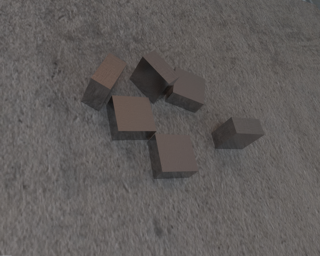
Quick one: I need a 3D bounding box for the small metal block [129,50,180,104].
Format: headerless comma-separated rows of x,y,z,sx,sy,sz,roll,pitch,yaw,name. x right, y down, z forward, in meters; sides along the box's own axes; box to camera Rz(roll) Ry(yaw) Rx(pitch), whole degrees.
-0.008,-0.069,0.427,0.050,0.050,0.025,47,51,4,small metal block

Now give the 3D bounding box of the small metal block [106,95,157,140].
-0.037,-0.012,0.393,0.050,0.025,0.050,1,62,-28,small metal block

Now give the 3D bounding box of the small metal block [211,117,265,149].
0.111,0.009,0.444,0.050,0.050,0.025,3,61,-27,small metal block

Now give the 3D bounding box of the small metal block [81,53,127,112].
-0.070,-0.057,0.386,0.025,0.050,0.050,31,52,-9,small metal block

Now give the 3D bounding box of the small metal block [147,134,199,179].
0.016,0.036,0.392,0.050,0.025,0.050,3,61,-27,small metal block

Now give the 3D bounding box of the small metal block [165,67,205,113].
0.038,-0.057,0.461,0.050,0.025,0.050,20,54,-17,small metal block
